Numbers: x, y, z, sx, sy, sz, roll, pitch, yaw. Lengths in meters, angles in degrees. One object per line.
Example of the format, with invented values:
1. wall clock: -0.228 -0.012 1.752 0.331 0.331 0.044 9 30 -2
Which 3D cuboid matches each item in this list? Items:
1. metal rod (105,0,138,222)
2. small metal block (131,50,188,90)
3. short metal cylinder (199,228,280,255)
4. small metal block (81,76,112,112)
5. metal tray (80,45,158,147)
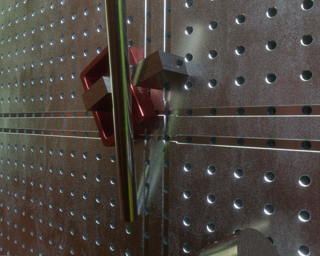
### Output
1. metal rod: -0.048 -0.014 0.400 0.025 0.025 0.298 13 112 39
2. small metal block: -0.001 -0.072 0.392 0.050 0.050 0.025 -23 76 37
3. short metal cylinder: 0.083 0.146 0.304 0.050 0.081 0.080 -39 66 33
4. small metal block: -0.072 -0.046 0.433 0.050 0.050 0.025 -33 70 35
5. metal tray: -0.065 -0.048 0.456 0.090 0.030 0.130 -34 69 34
